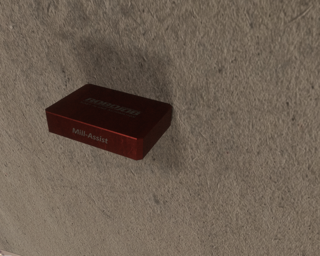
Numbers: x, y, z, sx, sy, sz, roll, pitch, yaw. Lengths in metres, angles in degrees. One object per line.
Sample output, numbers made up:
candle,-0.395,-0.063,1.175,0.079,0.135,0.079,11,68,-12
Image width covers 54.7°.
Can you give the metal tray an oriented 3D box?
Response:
metal tray,-0.061,-0.013,0.387,0.130,0.090,0.030,16,125,19
